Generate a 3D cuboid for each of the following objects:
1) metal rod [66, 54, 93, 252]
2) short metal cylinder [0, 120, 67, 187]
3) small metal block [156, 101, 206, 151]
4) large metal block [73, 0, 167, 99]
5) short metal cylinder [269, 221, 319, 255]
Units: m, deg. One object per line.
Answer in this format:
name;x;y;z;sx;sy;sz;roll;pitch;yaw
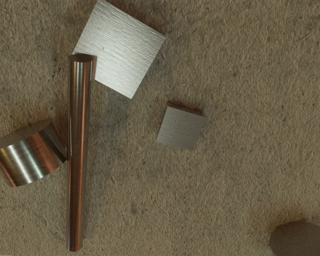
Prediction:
metal rod;-0.107;0.053;0.399;0.025;0.025;0.298;9;121;-4
short metal cylinder;-0.164;0.030;0.389;0.080;0.080;0.050;-19;109;6
small metal block;0.026;-0.002;0.409;0.050;0.025;0.050;16;109;-6
large metal block;-0.048;-0.093;0.362;0.080;0.050;0.080;28;107;-10
short metal cylinder;0.207;0.183;0.451;0.080;0.080;0.050;-18;109;6
